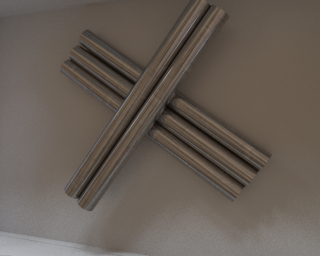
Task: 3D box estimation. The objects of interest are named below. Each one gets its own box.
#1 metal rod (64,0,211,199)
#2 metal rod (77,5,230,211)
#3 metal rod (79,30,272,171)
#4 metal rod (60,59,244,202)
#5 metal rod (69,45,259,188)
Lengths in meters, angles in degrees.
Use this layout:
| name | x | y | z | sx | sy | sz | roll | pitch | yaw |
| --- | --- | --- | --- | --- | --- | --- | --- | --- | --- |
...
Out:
| name | x | y | z | sx | sy | sz | roll | pitch | yaw |
| --- | --- | --- | --- | --- | --- | --- | --- | --- | --- |
| metal rod | -0.035 | -0.030 | 0.395 | 0.025 | 0.025 | 0.299 | 39 | 102 | 16 |
| metal rod | -0.015 | -0.016 | 0.388 | 0.025 | 0.025 | 0.299 | 39 | 102 | 16 |
| metal rod | 0.009 | -0.045 | 0.406 | 0.300 | 0.025 | 0.025 | 36 | 102 | 16 |
| metal rod | -0.021 | -0.005 | 0.416 | 0.300 | 0.025 | 0.025 | 36 | 102 | 16 |
| metal rod | -0.006 | -0.024 | 0.411 | 0.300 | 0.025 | 0.025 | 36 | 102 | 16 |
